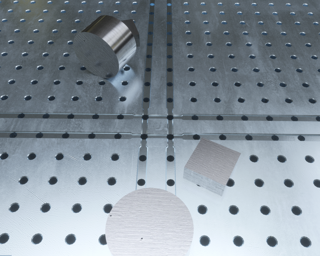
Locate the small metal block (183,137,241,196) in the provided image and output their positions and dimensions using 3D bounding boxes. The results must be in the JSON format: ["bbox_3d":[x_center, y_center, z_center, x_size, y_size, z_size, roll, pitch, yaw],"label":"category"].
[{"bbox_3d":[0.062,0.045,0.370,0.050,0.025,0.050,23,54,18],"label":"small metal block"}]

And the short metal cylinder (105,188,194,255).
[{"bbox_3d":[-0.009,0.106,0.302,0.081,0.050,0.080,0,50,0],"label":"short metal cylinder"}]

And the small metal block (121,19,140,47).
[{"bbox_3d":[-0.066,-0.164,0.545,0.050,0.025,0.050,-12,51,-11],"label":"small metal block"}]

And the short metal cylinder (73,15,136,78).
[{"bbox_3d":[-0.084,-0.124,0.475,0.080,0.080,0.050,21,53,17],"label":"short metal cylinder"}]
